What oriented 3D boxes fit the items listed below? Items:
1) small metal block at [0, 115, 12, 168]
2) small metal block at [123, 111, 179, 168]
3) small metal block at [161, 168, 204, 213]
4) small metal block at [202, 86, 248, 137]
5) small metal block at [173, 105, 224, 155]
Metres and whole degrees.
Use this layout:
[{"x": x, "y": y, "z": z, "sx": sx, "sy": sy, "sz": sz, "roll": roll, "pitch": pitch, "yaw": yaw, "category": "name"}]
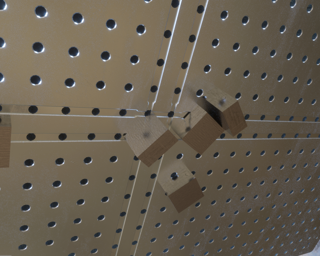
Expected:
[{"x": -0.183, "y": 0.014, "z": 0.320, "sx": 0.050, "sy": 0.025, "sz": 0.050, "roll": 1, "pitch": 118, "yaw": -29, "category": "small metal block"}, {"x": -0.012, "y": 0.013, "z": 0.396, "sx": 0.050, "sy": 0.050, "sz": 0.025, "roll": -42, "pitch": 129, "yaw": 1, "category": "small metal block"}, {"x": 0.037, "y": 0.100, "z": 0.492, "sx": 0.050, "sy": 0.025, "sz": 0.050, "roll": -32, "pitch": 129, "yaw": -7, "category": "small metal block"}, {"x": 0.089, "y": -0.023, "z": 0.429, "sx": 0.025, "sy": 0.050, "sz": 0.050, "roll": -36, "pitch": 129, "yaw": -4, "category": "small metal block"}, {"x": 0.056, "y": 0.003, "z": 0.443, "sx": 0.050, "sy": 0.025, "sz": 0.050, "roll": -47, "pitch": 129, "yaw": 5, "category": "small metal block"}]
